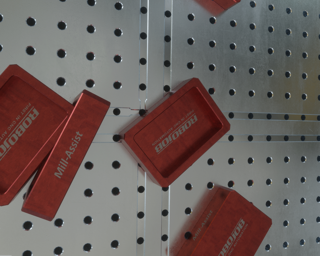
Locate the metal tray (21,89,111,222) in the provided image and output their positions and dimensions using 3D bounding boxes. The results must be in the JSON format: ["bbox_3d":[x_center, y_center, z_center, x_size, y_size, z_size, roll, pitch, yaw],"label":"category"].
[{"bbox_3d":[-0.104,0.025,0.340,0.030,0.090,0.130,28,81,-18],"label":"metal tray"}]

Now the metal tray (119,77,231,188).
[{"bbox_3d":[0.022,0.005,0.419,0.130,0.030,0.090,-40,103,-16],"label":"metal tray"}]

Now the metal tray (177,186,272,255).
[{"bbox_3d":[0.094,0.163,0.446,0.090,0.030,0.130,39,77,-16],"label":"metal tray"}]

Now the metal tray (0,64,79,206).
[{"bbox_3d":[-0.164,0.007,0.342,0.090,0.030,0.130,37,79,-10],"label":"metal tray"}]

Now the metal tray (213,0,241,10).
[{"bbox_3d":[0.073,-0.244,0.437,0.131,0.030,0.090,30,80,-18],"label":"metal tray"}]
